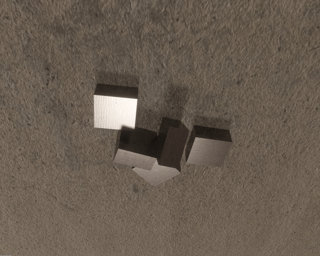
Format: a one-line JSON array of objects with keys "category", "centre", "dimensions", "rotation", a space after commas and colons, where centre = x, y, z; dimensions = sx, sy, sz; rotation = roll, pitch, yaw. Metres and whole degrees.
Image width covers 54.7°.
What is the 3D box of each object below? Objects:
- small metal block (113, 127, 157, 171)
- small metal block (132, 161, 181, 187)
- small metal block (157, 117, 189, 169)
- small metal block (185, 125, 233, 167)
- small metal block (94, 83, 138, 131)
[{"category": "small metal block", "centre": [-0.032, 0.024, 0.411], "dimensions": [0.050, 0.050, 0.025], "rotation": [16, 128, -13]}, {"category": "small metal block", "centre": [-0.005, 0.054, 0.453], "dimensions": [0.050, 0.025, 0.050], "rotation": [-31, 124, 23]}, {"category": "small metal block", "centre": [0.013, 0.018, 0.395], "dimensions": [0.025, 0.050, 0.050], "rotation": [13, 103, -11]}, {"category": "small metal block", "centre": [0.066, 0.026, 0.431], "dimensions": [0.050, 0.025, 0.050], "rotation": [8, 130, -8]}, {"category": "small metal block", "centre": [-0.055, -0.025, 0.385], "dimensions": [0.050, 0.025, 0.050], "rotation": [5, 130, -5]}]
